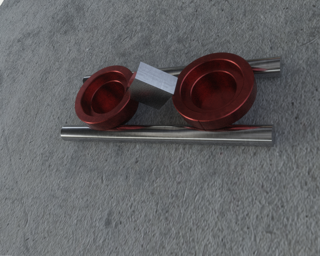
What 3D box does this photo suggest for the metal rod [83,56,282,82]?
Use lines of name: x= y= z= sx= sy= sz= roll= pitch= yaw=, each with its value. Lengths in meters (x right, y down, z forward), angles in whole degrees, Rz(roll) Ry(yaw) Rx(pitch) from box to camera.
metal rod: x=0.013 y=-0.075 z=0.443 sx=0.300 sy=0.025 sz=0.025 roll=0 pitch=62 yaw=28

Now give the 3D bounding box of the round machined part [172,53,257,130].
round machined part: x=0.068 y=-0.040 z=0.377 sx=0.098 sy=0.042 sz=0.098 roll=-13 pitch=56 yaw=21

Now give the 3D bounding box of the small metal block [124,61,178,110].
small metal block: x=-0.012 y=-0.052 z=0.394 sx=0.050 sy=0.050 sz=0.025 roll=138 pitch=150 yaw=-61

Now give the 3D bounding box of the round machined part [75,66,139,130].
round machined part: x=-0.070 y=-0.039 z=0.450 sx=0.098 sy=0.042 sz=0.098 roll=-13 pitch=56 yaw=21

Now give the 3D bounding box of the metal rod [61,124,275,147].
metal rod: x=-0.010 y=0.008 z=0.405 sx=0.300 sy=0.025 sz=0.025 roll=0 pitch=62 yaw=28
